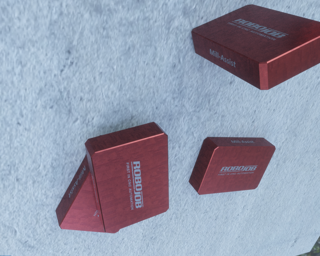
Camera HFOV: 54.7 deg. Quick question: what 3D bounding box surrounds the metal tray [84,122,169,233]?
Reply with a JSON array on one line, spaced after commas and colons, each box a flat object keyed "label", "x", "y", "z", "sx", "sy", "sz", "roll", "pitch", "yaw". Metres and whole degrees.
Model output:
[{"label": "metal tray", "x": -0.036, "y": 0.063, "z": 0.385, "sx": 0.091, "sy": 0.030, "sz": 0.129, "roll": -15, "pitch": 125, "yaw": -20}]

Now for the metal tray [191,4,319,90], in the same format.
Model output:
[{"label": "metal tray", "x": 0.106, "y": -0.095, "z": 0.340, "sx": 0.091, "sy": 0.130, "sz": 0.030, "roll": -27, "pitch": 128, "yaw": -12}]

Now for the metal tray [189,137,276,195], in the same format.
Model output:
[{"label": "metal tray", "x": 0.120, "y": 0.061, "z": 0.509, "sx": 0.131, "sy": 0.030, "sz": 0.089, "roll": 2, "pitch": 118, "yaw": -30}]

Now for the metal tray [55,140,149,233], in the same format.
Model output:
[{"label": "metal tray", "x": -0.070, "y": 0.080, "z": 0.416, "sx": 0.091, "sy": 0.030, "sz": 0.129, "roll": 20, "pitch": 108, "yaw": -36}]
